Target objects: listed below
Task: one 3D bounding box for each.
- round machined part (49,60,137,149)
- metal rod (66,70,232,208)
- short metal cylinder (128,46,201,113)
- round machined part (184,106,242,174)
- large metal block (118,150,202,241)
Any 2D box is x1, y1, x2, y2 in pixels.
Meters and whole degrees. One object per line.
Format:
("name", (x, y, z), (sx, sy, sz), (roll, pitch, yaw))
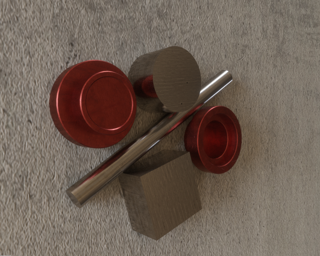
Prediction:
("round machined part", (-0.065, -0.026, 0.340), (0.099, 0.042, 0.097), (0, 90, -40))
("metal rod", (0.006, -0.003, 0.413), (0.302, 0.025, 0.025), (-39, 114, -33))
("short metal cylinder", (0.007, -0.059, 0.395), (0.081, 0.050, 0.079), (0, 90, -40))
("round machined part", (0.074, 0.017, 0.457), (0.099, 0.042, 0.097), (0, 90, -40))
("large metal block", (0.001, 0.079, 0.392), (0.081, 0.050, 0.080), (-22, 104, -38))
